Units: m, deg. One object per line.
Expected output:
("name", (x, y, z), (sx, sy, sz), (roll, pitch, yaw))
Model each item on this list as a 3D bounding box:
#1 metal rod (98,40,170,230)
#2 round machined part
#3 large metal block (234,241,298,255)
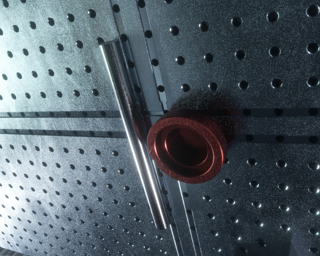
("metal rod", (-0.029, 0.026, 0.442), (0.025, 0.025, 0.298), (0, 119, 28))
("round machined part", (0.037, 0.019, 0.393), (0.098, 0.042, 0.097), (13, 124, 21))
("large metal block", (0.159, 0.212, 0.443), (0.080, 0.050, 0.080), (-18, 109, 35))
